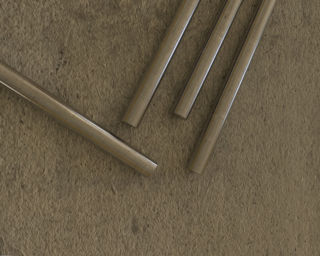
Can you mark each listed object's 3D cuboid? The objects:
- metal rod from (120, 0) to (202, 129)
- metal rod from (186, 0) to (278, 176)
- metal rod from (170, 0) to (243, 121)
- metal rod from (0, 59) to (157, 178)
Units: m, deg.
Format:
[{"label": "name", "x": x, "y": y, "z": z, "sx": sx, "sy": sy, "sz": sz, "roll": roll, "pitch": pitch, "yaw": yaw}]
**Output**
[{"label": "metal rod", "x": 0.025, "y": -0.137, "z": 0.417, "sx": 0.025, "sy": 0.025, "sz": 0.299, "roll": 29, "pitch": 81, "yaw": -18}, {"label": "metal rod", "x": 0.109, "y": -0.074, "z": 0.448, "sx": 0.025, "sy": 0.025, "sz": 0.299, "roll": 28, "pitch": 81, "yaw": -18}, {"label": "metal rod", "x": 0.089, "y": -0.148, "z": 0.441, "sx": 0.025, "sy": 0.025, "sz": 0.299, "roll": 29, "pitch": 80, "yaw": -18}, {"label": "metal rod", "x": -0.129, "y": -0.028, "z": 0.361, "sx": 0.301, "sy": 0.025, "sz": 0.025, "roll": 35, "pitch": 79, "yaw": -17}]
